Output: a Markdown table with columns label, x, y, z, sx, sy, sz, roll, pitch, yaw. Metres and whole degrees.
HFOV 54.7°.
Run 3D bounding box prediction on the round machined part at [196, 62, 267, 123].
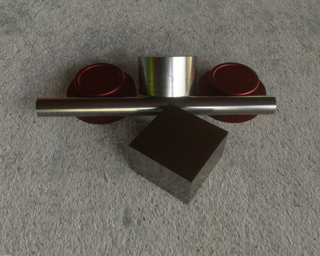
| label | x | y | z | sx | sy | sz | roll | pitch | yaw |
| --- | --- | --- | --- | --- | --- | --- | --- | --- | --- |
| round machined part | 0.102 | -0.056 | 0.442 | 0.099 | 0.042 | 0.098 | 0 | 50 | 0 |

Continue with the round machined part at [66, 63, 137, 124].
| label | x | y | z | sx | sy | sz | roll | pitch | yaw |
| --- | --- | --- | --- | --- | --- | --- | --- | --- | --- |
| round machined part | -0.083 | -0.055 | 0.438 | 0.099 | 0.042 | 0.098 | 0 | 50 | 0 |

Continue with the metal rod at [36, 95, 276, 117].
| label | x | y | z | sx | sy | sz | roll | pitch | yaw |
| --- | --- | --- | --- | --- | --- | --- | --- | --- | --- |
| metal rod | -0.004 | -0.028 | 0.401 | 0.302 | 0.025 | 0.025 | -1 | 50 | -1 |

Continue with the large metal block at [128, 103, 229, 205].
| label | x | y | z | sx | sy | sz | roll | pitch | yaw |
| --- | --- | --- | --- | --- | --- | --- | --- | --- | --- |
| large metal block | 0.022 | 0.028 | 0.363 | 0.080 | 0.050 | 0.080 | 28 | 56 | 22 |

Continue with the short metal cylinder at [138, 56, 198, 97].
| label | x | y | z | sx | sy | sz | roll | pitch | yaw |
| --- | --- | --- | --- | --- | --- | --- | --- | --- | --- |
| short metal cylinder | 0.011 | -0.073 | 0.426 | 0.080 | 0.050 | 0.080 | 0 | 15 | 0 |
